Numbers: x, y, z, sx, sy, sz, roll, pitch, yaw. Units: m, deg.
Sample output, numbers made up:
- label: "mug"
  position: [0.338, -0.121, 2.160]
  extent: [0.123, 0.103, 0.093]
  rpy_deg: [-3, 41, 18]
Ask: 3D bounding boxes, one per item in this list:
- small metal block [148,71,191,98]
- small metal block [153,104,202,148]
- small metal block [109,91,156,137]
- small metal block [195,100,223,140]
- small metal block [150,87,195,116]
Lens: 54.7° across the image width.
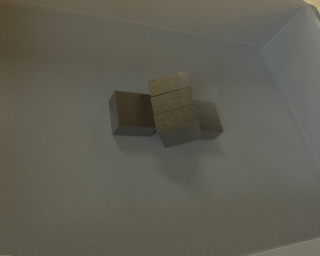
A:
- label: "small metal block"
  position: [0.016, -0.046, 0.412]
  extent: [0.050, 0.050, 0.025]
  rpy_deg: [-14, 63, 5]
- label: "small metal block"
  position: [0.024, -0.001, 0.389]
  extent: [0.050, 0.050, 0.025]
  rpy_deg: [-15, 64, 5]
- label: "small metal block"
  position: [-0.035, -0.018, 0.397]
  extent: [0.050, 0.025, 0.050]
  rpy_deg: [4, 60, -27]
- label: "small metal block"
  position: [0.057, -0.012, 0.444]
  extent: [0.050, 0.025, 0.050]
  rpy_deg: [3, 60, -27]
- label: "small metal block"
  position: [0.019, -0.023, 0.401]
  extent: [0.050, 0.050, 0.025]
  rpy_deg: [-15, 64, 5]
